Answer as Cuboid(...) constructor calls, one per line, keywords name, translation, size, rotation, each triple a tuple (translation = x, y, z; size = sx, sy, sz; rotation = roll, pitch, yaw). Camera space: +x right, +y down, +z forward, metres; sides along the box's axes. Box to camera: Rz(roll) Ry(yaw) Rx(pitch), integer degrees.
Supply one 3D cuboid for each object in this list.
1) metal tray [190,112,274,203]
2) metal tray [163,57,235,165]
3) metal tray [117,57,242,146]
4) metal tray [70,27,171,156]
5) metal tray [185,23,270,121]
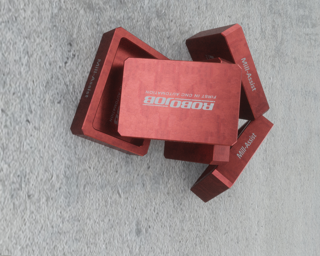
Cuboid(name="metal tray", translation=(0.105, 0.043, 0.454), size=(0.030, 0.090, 0.131), rotation=(41, 60, 6))
Cuboid(name="metal tray", translation=(0.050, -0.020, 0.408), size=(0.030, 0.090, 0.129), rotation=(8, 85, -40))
Cuboid(name="metal tray", translation=(0.022, -0.029, 0.353), size=(0.131, 0.030, 0.089), rotation=(5, 86, 4))
Cuboid(name="metal tray", translation=(-0.041, -0.040, 0.370), size=(0.090, 0.030, 0.130), rotation=(25, 74, -37))
Cuboid(name="metal tray", translation=(0.095, -0.076, 0.443), size=(0.030, 0.090, 0.129), rotation=(-35, 112, -19))
